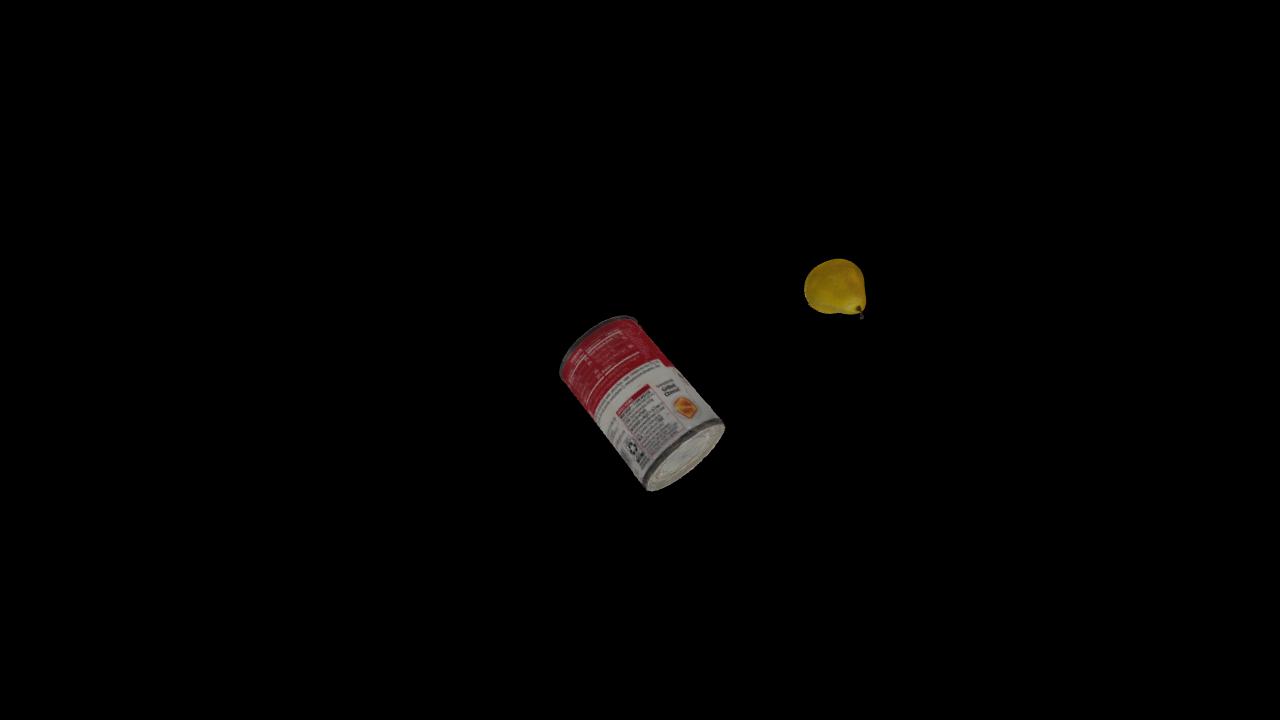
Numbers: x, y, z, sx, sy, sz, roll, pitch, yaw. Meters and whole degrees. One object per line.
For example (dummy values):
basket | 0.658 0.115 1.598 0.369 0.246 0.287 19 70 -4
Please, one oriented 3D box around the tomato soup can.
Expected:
tomato soup can | 0.001 0.028 0.412 0.101 0.068 0.068 50 26 25

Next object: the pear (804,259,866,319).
pear | 0.273 -0.090 0.817 0.080 0.080 0.111 0 25 -26
